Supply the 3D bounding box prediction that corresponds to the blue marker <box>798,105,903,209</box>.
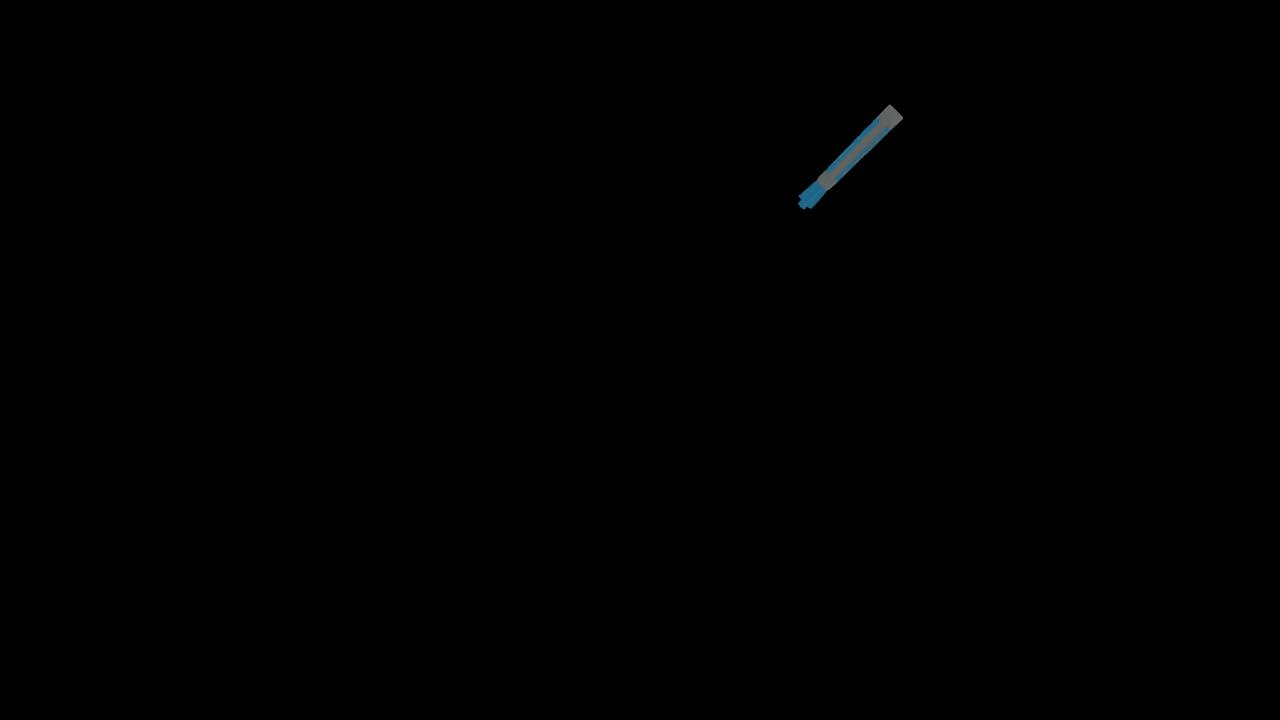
[{"bbox_3d":[0.203,-0.196,0.606,0.121,0.020,0.020,-45,-25,28],"label":"blue marker"}]
